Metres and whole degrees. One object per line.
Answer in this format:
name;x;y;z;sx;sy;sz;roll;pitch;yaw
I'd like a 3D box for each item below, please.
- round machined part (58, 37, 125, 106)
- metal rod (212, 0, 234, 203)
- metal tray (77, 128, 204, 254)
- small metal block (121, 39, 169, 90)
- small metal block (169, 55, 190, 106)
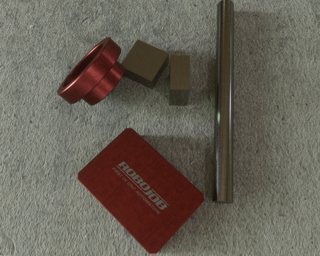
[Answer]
round machined part;-0.084;-0.068;0.403;0.042;0.098;0.098;43;71;-25
metal rod;0.089;-0.050;0.427;0.025;0.025;0.299;5;70;1
metal tray;-0.023;0.074;0.378;0.130;0.030;0.090;42;75;13
small metal block;-0.021;-0.091;0.441;0.050;0.025;0.050;27;72;9
small metal block;0.026;-0.063;0.418;0.025;0.050;0.050;1;70;0
